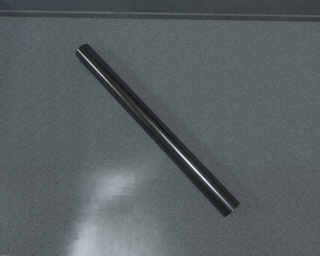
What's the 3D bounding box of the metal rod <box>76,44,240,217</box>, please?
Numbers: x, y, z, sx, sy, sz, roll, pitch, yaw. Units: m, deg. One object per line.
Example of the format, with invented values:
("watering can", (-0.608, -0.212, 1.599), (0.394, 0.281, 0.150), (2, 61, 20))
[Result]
("metal rod", (-0.012, -0.006, 0.411), (0.025, 0.025, 0.300), (-40, 75, -13))
